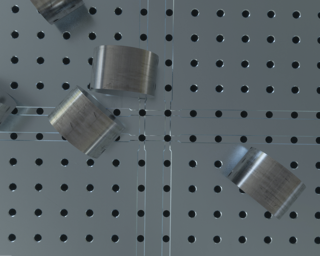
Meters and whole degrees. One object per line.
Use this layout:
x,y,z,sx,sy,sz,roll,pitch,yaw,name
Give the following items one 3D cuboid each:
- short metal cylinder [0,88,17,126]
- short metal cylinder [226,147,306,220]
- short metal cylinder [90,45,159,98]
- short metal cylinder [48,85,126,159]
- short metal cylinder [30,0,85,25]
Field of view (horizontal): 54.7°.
-0.229,-0.032,0.383,0.080,0.080,0.050,39,90,-1,short metal cylinder
0.131,0.068,0.388,0.080,0.080,0.050,39,90,-1,short metal cylinder
-0.044,-0.067,0.385,0.081,0.080,0.050,6,90,-1,short metal cylinder
-0.090,-0.007,0.385,0.080,0.080,0.050,43,90,-1,short metal cylinder
-0.139,-0.177,0.384,0.050,0.080,0.080,-33,90,0,short metal cylinder
